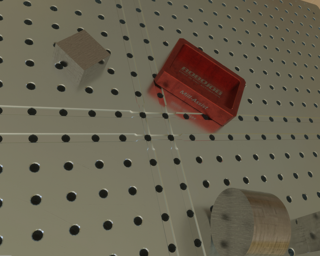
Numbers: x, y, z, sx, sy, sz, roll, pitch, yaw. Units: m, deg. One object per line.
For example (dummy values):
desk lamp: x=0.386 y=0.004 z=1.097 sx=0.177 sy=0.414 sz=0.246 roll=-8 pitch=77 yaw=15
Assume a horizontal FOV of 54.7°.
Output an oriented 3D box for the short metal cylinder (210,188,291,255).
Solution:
short metal cylinder: x=0.102 y=0.113 z=0.359 sx=0.050 sy=0.080 sz=0.080 roll=12 pitch=57 yaw=-22

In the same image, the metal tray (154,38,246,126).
metal tray: x=0.066 y=-0.073 z=0.484 sx=0.130 sy=0.030 sz=0.090 roll=32 pitch=52 yaw=-8

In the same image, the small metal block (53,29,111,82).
small metal block: x=-0.103 y=-0.096 z=0.411 sx=0.050 sy=0.025 sz=0.050 roll=44 pitch=51 yaw=2

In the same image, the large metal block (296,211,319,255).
large metal block: x=0.248 y=0.147 z=0.417 sx=0.080 sy=0.080 sz=0.050 roll=21 pitch=54 yaw=-16
